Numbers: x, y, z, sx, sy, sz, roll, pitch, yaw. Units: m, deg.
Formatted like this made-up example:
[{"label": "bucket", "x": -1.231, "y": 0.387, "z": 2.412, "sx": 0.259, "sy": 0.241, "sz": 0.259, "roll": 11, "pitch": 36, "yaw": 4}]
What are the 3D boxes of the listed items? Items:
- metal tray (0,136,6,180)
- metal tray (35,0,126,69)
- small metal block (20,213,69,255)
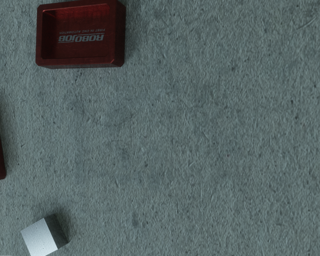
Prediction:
[{"label": "metal tray", "x": -0.311, "y": 0.029, "z": 0.515, "sx": 0.090, "sy": 0.030, "sz": 0.129, "roll": -12, "pitch": 86, "yaw": 19}, {"label": "metal tray", "x": -0.116, "y": -0.134, "z": 0.446, "sx": 0.130, "sy": 0.030, "sz": 0.089, "roll": 2, "pitch": 91, "yaw": 19}, {"label": "small metal block", "x": -0.176, "y": 0.166, "z": 0.471, "sx": 0.050, "sy": 0.025, "sz": 0.050, "roll": -31, "pitch": 80, "yaw": 17}]
